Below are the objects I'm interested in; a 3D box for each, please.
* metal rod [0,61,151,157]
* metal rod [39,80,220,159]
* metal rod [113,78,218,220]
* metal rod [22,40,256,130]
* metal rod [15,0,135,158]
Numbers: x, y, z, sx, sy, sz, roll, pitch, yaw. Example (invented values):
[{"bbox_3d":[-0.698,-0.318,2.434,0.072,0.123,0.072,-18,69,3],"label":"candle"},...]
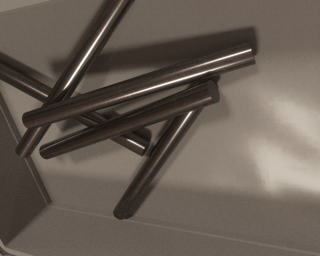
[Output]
[{"bbox_3d":[-0.151,-0.039,0.461,0.301,0.025,0.025,27,128,10],"label":"metal rod"},{"bbox_3d":[-0.062,0.000,0.405,0.300,0.025,0.025,-18,109,34],"label":"metal rod"},{"bbox_3d":[-0.007,0.048,0.440,0.025,0.025,0.298,35,129,4],"label":"metal rod"},{"bbox_3d":[-0.042,-0.043,0.367,0.300,0.025,0.025,-14,112,21],"label":"metal rod"},{"bbox_3d":[-0.127,-0.054,0.414,0.025,0.025,0.299,43,121,-2],"label":"metal rod"}]
